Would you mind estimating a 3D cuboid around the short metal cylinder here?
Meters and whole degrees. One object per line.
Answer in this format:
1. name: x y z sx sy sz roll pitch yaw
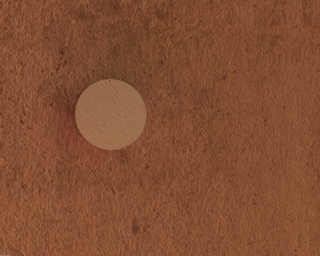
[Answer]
1. short metal cylinder: -0.062 -0.015 0.373 0.081 0.050 0.080 0 90 -20
